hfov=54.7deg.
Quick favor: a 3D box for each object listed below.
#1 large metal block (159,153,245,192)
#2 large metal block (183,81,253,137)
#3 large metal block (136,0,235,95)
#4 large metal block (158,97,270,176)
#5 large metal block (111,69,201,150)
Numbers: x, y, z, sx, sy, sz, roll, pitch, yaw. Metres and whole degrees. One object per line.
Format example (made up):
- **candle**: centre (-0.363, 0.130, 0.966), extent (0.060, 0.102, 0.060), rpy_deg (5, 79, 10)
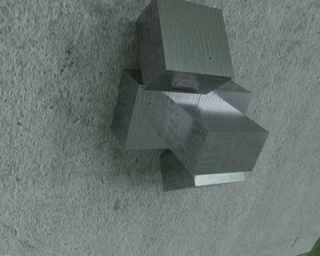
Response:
- **large metal block**: centre (0.056, 0.057, 0.432), extent (0.081, 0.080, 0.050), rpy_deg (0, 75, -29)
- **large metal block**: centre (0.065, -0.022, 0.414), extent (0.081, 0.050, 0.079), rpy_deg (1, 118, -29)
- **large metal block**: centre (0.025, -0.084, 0.328), extent (0.081, 0.050, 0.080), rpy_deg (1, 74, -29)
- **large metal block**: centre (0.056, 0.007, 0.345), extent (0.081, 0.080, 0.050), rpy_deg (1, 118, -29)
- **large metal block**: centre (-0.007, -0.022, 0.374), extent (0.081, 0.050, 0.079), rpy_deg (1, 118, -29)
